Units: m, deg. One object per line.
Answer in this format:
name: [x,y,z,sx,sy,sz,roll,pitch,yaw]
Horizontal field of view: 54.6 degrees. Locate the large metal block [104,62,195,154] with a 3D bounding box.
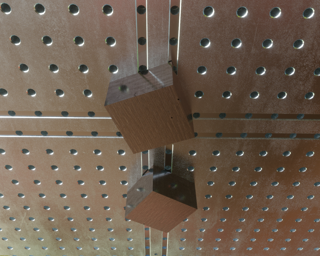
large metal block: [-0.010,-0.022,0.376,0.080,0.050,0.080,-16,129,13]

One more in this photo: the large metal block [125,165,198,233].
large metal block: [0.001,0.115,0.493,0.080,0.050,0.080,27,125,-21]
